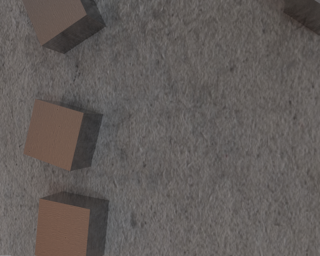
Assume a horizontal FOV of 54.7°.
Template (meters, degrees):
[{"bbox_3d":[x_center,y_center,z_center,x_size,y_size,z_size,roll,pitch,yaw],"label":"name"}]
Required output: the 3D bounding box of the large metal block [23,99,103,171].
[{"bbox_3d":[-0.137,0.008,0.443,0.080,0.050,0.079,16,95,19],"label":"large metal block"}]

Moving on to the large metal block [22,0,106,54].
[{"bbox_3d":[-0.137,-0.166,0.443,0.080,0.050,0.080,-27,81,17],"label":"large metal block"}]

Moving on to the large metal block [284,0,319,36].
[{"bbox_3d":[0.177,-0.153,0.318,0.050,0.080,0.080,42,103,15],"label":"large metal block"}]

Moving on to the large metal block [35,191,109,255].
[{"bbox_3d":[-0.123,0.140,0.438,0.080,0.050,0.079,6,92,19],"label":"large metal block"}]
